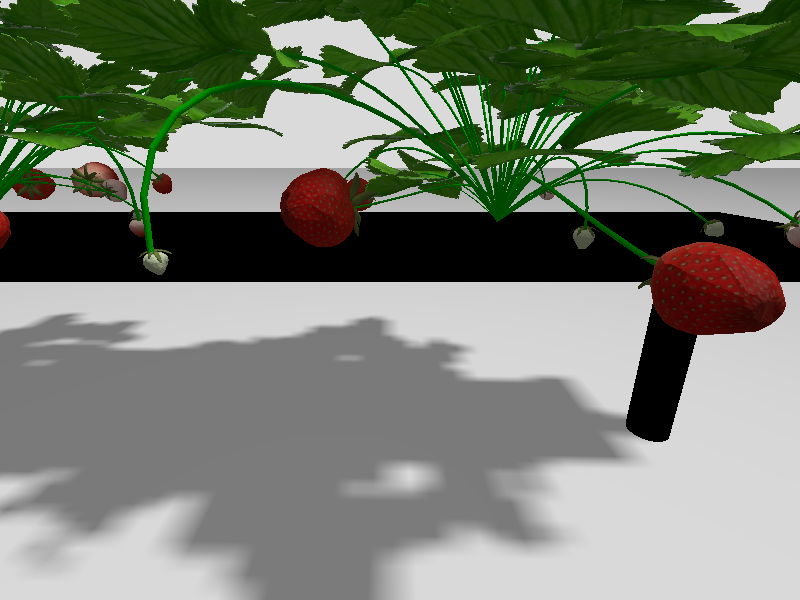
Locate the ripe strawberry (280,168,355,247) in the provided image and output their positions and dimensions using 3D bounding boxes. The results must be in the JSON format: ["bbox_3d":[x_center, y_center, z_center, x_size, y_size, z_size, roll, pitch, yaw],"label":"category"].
[{"bbox_3d":[-0.050,-0.055,0.241,0.044,0.046,0.040,-15,25,-35],"label":"ripe strawberry"}]

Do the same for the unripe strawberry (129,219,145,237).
[{"bbox_3d":[-0.173,-0.048,0.267,0.011,0.011,0.011,8,21,22],"label":"unripe strawberry"}]

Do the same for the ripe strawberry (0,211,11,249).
[{"bbox_3d":[-0.232,-0.037,0.217,0.029,0.029,0.032,19,27,41],"label":"ripe strawberry"}]

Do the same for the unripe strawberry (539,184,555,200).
[{"bbox_3d":[0.191,-0.140,0.519,0.021,0.022,0.022,11,14,28],"label":"unripe strawberry"}]

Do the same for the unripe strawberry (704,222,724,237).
[{"bbox_3d":[0.219,-0.049,0.278,0.012,0.012,0.011,42,32,10],"label":"unripe strawberry"}]

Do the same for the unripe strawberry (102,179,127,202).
[{"bbox_3d":[-0.355,-0.137,0.502,0.026,0.028,0.028,1,19,3],"label":"unripe strawberry"}]

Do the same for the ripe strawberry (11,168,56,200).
[{"bbox_3d":[-0.460,-0.146,0.504,0.043,0.039,0.039,-10,22,-27],"label":"ripe strawberry"}]

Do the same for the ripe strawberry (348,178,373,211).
[{"bbox_3d":[-0.046,-0.110,0.416,0.035,0.034,0.032,8,21,30],"label":"ripe strawberry"}]

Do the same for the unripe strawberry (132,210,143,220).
[{"bbox_3d":[-0.217,-0.070,0.335,0.010,0.012,0.012,-10,19,8],"label":"unripe strawberry"}]

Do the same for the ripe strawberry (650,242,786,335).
[{"bbox_3d":[0.094,-0.002,0.119,0.032,0.028,0.033,-1,20,-2],"label":"ripe strawberry"}]

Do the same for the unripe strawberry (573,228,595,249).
[{"bbox_3d":[0.096,-0.032,0.210,0.010,0.011,0.011,-2,20,-4],"label":"unripe strawberry"}]

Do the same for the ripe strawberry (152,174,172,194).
[{"bbox_3d":[-0.343,-0.167,0.582,0.024,0.028,0.027,2,-29,5],"label":"ripe strawberry"}]

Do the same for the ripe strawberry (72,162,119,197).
[{"bbox_3d":[-0.404,-0.161,0.535,0.052,0.045,0.052,-4,19,-10],"label":"ripe strawberry"}]

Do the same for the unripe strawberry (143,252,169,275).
[{"bbox_3d":[-0.106,-0.016,0.174,0.010,0.010,0.011,-18,26,-40],"label":"unripe strawberry"}]
